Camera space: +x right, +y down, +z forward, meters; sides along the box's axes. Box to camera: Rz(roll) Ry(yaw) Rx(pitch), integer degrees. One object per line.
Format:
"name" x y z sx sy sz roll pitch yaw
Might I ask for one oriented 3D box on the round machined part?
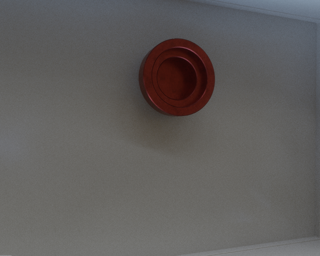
"round machined part" 0.019 -0.064 0.408 0.099 0.042 0.097 0 90 -20
